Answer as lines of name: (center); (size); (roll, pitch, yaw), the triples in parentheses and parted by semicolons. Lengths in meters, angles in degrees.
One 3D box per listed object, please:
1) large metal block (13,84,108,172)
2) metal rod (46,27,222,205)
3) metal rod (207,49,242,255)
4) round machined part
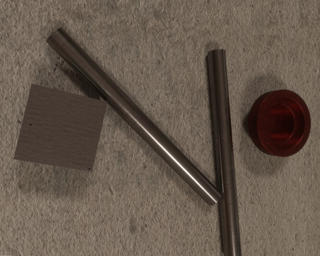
large metal block: (-0.113, 0.001, 0.355); (0.081, 0.050, 0.080); (13, 86, -20)
metal rod: (-0.024, -0.005, 0.401); (0.300, 0.025, 0.025); (46, 76, -15)
metal rod: (0.093, 0.039, 0.444); (0.025, 0.025, 0.298); (-6, 92, -20)
round machined part: (0.173, -0.007, 0.466); (0.099, 0.042, 0.097); (0, 90, -21)
